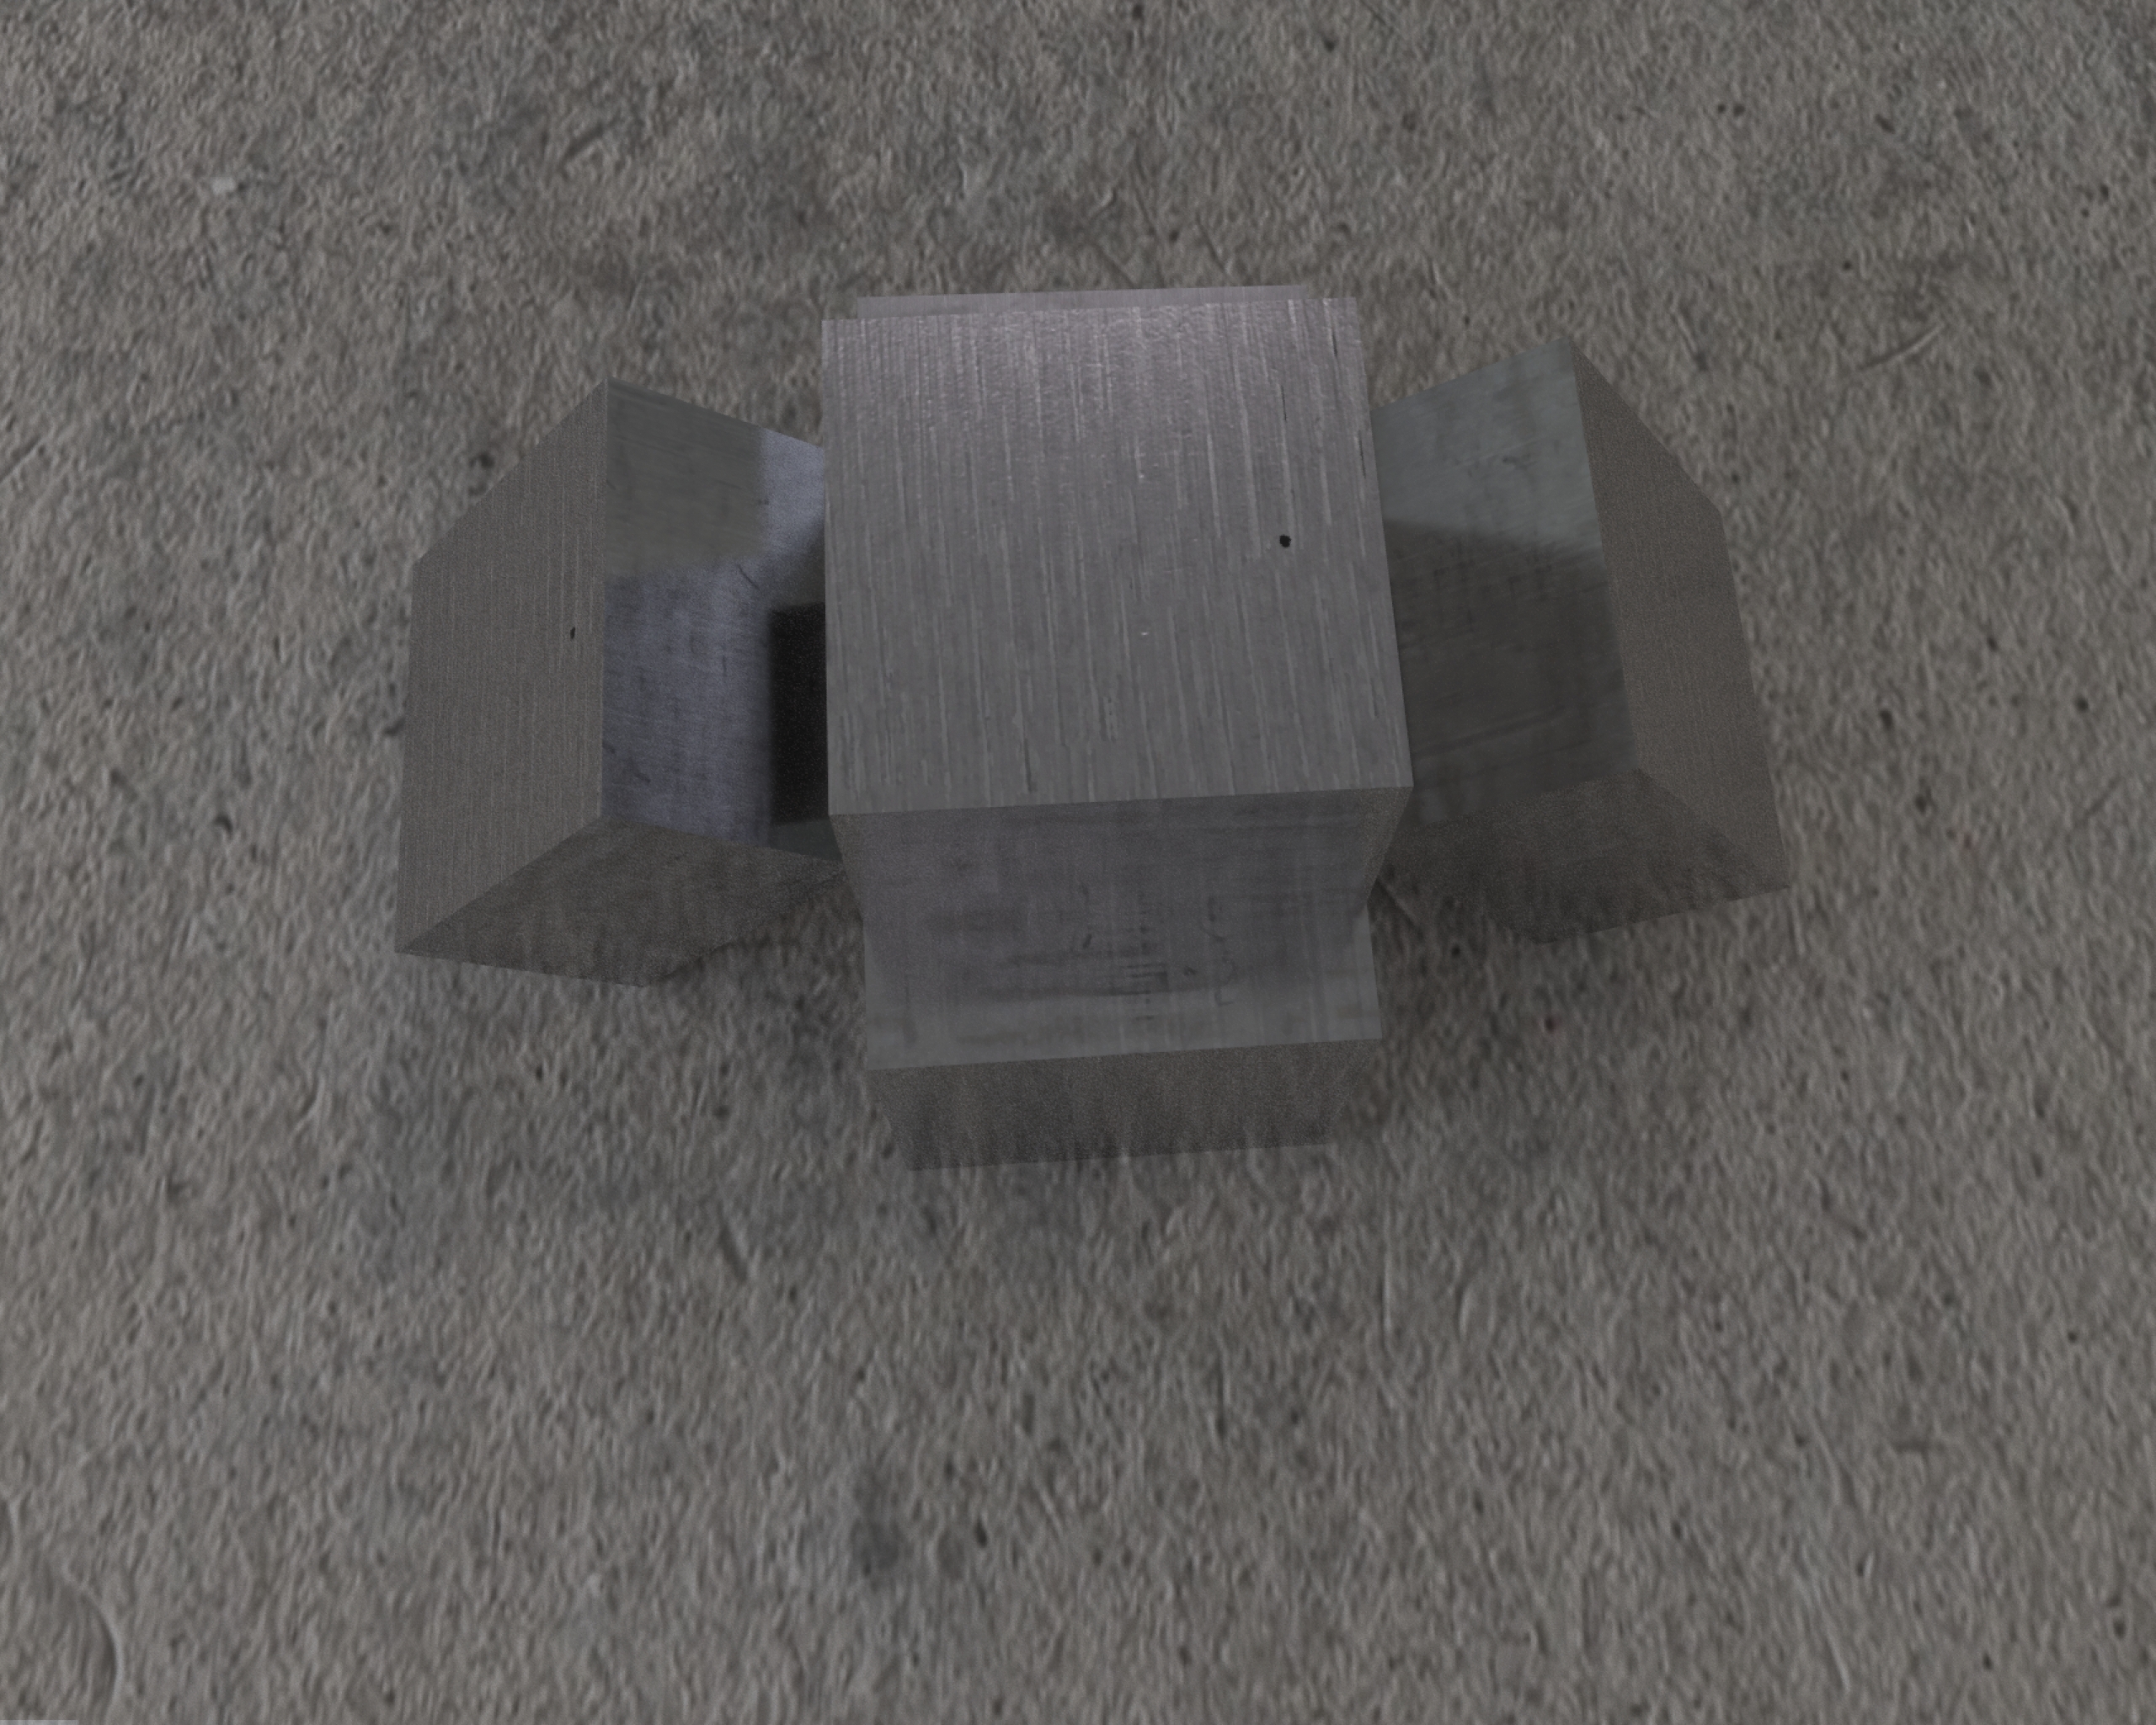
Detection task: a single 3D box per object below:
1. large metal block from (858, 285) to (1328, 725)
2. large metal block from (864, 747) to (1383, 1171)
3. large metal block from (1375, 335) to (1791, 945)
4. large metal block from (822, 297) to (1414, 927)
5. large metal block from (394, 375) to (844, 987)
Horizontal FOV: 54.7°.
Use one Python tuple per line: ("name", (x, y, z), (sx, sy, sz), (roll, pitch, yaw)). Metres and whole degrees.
("large metal block", (0.002, -0.066, 0.403), (0.081, 0.080, 0.050), (-2, 70, -1))
("large metal block", (0.006, 0.020, 0.372), (0.081, 0.080, 0.050), (-3, 70, -1))
("large metal block", (0.088, -0.037, 0.385), (0.050, 0.080, 0.080), (-16, 67, 31))
("large metal block", (0.004, -0.038, 0.323), (0.081, 0.050, 0.080), (-3, 70, -1))
("large metal block", (-0.083, -0.029, 0.381), (0.050, 0.080, 0.080), (12, 64, -38))
